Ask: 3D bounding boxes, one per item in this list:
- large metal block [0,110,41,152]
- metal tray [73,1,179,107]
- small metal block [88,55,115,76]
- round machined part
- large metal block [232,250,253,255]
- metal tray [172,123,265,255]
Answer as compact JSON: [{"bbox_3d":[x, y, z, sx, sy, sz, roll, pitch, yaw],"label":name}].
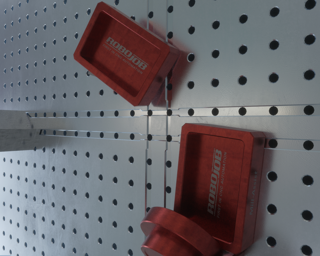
[{"bbox_3d":[-0.303,0.004,0.624,0.080,0.081,0.050,36,112,34],"label":"large metal block"},{"bbox_3d":[-0.050,-0.100,0.423,0.130,0.030,0.090,38,109,19],"label":"metal tray"},{"bbox_3d":[-0.081,-0.101,0.477,0.050,0.025,0.050,23,104,37],"label":"small metal block"},{"bbox_3d":[0.018,0.136,0.349,0.098,0.042,0.097,26,147,19],"label":"round machined part"},{"bbox_3d":[0.068,0.181,0.317,0.050,0.081,0.079,40,115,32],"label":"large metal block"},{"bbox_3d":[0.064,0.063,0.353,0.090,0.030,0.129,9,96,39],"label":"metal tray"}]
